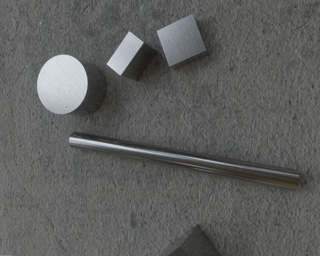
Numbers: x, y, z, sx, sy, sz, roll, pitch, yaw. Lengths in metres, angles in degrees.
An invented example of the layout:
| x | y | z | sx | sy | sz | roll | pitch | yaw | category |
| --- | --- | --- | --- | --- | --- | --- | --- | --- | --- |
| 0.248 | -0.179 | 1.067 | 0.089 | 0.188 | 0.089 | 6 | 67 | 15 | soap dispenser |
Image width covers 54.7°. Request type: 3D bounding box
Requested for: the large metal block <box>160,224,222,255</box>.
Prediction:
| x | y | z | sx | sy | sz | roll | pitch | yaw | category |
| --- | --- | --- | --- | --- | --- | --- | --- | --- | --- |
| 0.042 | 0.172 | 0.365 | 0.050 | 0.080 | 0.080 | -41 | 77 | 15 | large metal block |

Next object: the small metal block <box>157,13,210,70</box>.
| x | y | z | sx | sy | sz | roll | pitch | yaw | category |
| --- | --- | --- | --- | --- | --- | --- | --- | --- | --- |
| 0.030 | -0.109 | 0.398 | 0.050 | 0.025 | 0.050 | -21 | 83 | 18 | small metal block |

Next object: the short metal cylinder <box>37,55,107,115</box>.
| x | y | z | sx | sy | sz | roll | pitch | yaw | category |
| --- | --- | --- | --- | --- | --- | --- | --- | --- | --- |
| -0.123 | -0.058 | 0.438 | 0.080 | 0.050 | 0.079 | 0 | 90 | 19 | short metal cylinder |

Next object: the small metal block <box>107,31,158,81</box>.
| x | y | z | sx | sy | sz | roll | pitch | yaw | category |
| --- | --- | --- | --- | --- | --- | --- | --- | --- | --- |
| -0.035 | -0.092 | 0.407 | 0.025 | 0.050 | 0.050 | 41 | 103 | 15 | small metal block |

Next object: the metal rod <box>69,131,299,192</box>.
| x | y | z | sx | sy | sz | roll | pitch | yaw | category |
| --- | --- | --- | --- | --- | --- | --- | --- | --- | --- |
| 0.016 | 0.039 | 0.402 | 0.301 | 0.025 | 0.025 | 9 | 93 | 19 | metal rod |
